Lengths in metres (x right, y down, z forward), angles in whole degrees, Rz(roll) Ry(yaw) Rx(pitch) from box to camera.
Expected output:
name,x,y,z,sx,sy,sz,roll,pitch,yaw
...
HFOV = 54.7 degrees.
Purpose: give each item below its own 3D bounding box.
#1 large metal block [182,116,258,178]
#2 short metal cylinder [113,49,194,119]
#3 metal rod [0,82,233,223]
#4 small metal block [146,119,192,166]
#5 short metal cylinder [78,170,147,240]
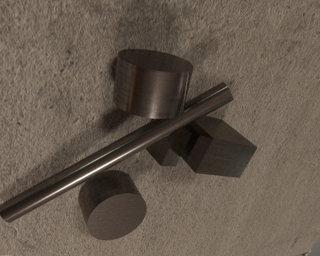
name,x,y,z,sx,sy,sz,roll,pitch,yaw
large metal block,0.069,0.021,0.424,0.081,0.080,0.050,12,112,-34
short metal cylinder,-0.008,-0.050,0.337,0.081,0.080,0.050,-3,120,-27
metal rod,-0.052,0.029,0.367,0.301,0.025,0.025,-29,129,1
small metal block,0.008,0.015,0.404,0.025,0.050,0.050,7,115,-39
short metal cylinder,-0.065,0.104,0.421,0.081,0.050,0.079,-14,125,-21
